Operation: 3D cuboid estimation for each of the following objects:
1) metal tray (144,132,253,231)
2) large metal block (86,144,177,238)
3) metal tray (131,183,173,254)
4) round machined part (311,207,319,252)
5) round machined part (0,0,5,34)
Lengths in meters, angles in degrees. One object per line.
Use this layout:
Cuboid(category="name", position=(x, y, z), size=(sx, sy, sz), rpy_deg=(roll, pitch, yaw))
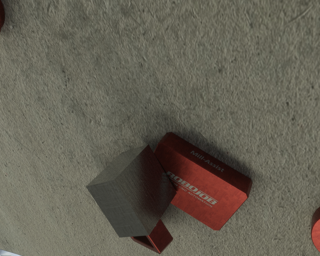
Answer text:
Cuboid(category="metal tray", position=(0.046, 0.074, 0.424), size=(0.130, 0.030, 0.089), rpy_deg=(31, 128, 8))
Cuboid(category="large metal block", position=(-0.033, 0.079, 0.397), size=(0.050, 0.080, 0.080), rpy_deg=(-19, 107, 36))
Cuboid(category="metal tray", position=(-0.044, 0.128, 0.482), size=(0.090, 0.030, 0.130), rpy_deg=(-7, 118, 57))
Cuboid(category="round machined part", position=(0.228, 0.131, 0.357), size=(0.098, 0.042, 0.097), rpy_deg=(13, 124, 20))
Cuboid(category="round machined part", position=(-0.257, -0.164, 0.427), size=(0.098, 0.042, 0.097), rpy_deg=(13, 124, 20))
